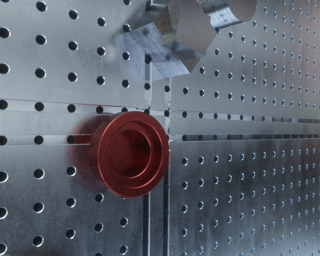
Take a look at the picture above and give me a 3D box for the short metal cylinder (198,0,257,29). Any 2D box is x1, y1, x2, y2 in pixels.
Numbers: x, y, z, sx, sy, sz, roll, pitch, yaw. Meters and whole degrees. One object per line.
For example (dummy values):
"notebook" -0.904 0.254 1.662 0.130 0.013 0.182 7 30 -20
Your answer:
"short metal cylinder" 0.106 -0.199 0.481 0.081 0.050 0.080 0 90 -40

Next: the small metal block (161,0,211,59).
"small metal block" 0.032 -0.116 0.370 0.050 0.025 0.050 14 81 -39

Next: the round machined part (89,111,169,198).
"round machined part" -0.040 0.029 0.365 0.099 0.042 0.097 0 90 -40

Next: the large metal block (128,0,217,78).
"large metal block" 0.019 -0.125 0.408 0.080 0.050 0.080 48 62 -29
